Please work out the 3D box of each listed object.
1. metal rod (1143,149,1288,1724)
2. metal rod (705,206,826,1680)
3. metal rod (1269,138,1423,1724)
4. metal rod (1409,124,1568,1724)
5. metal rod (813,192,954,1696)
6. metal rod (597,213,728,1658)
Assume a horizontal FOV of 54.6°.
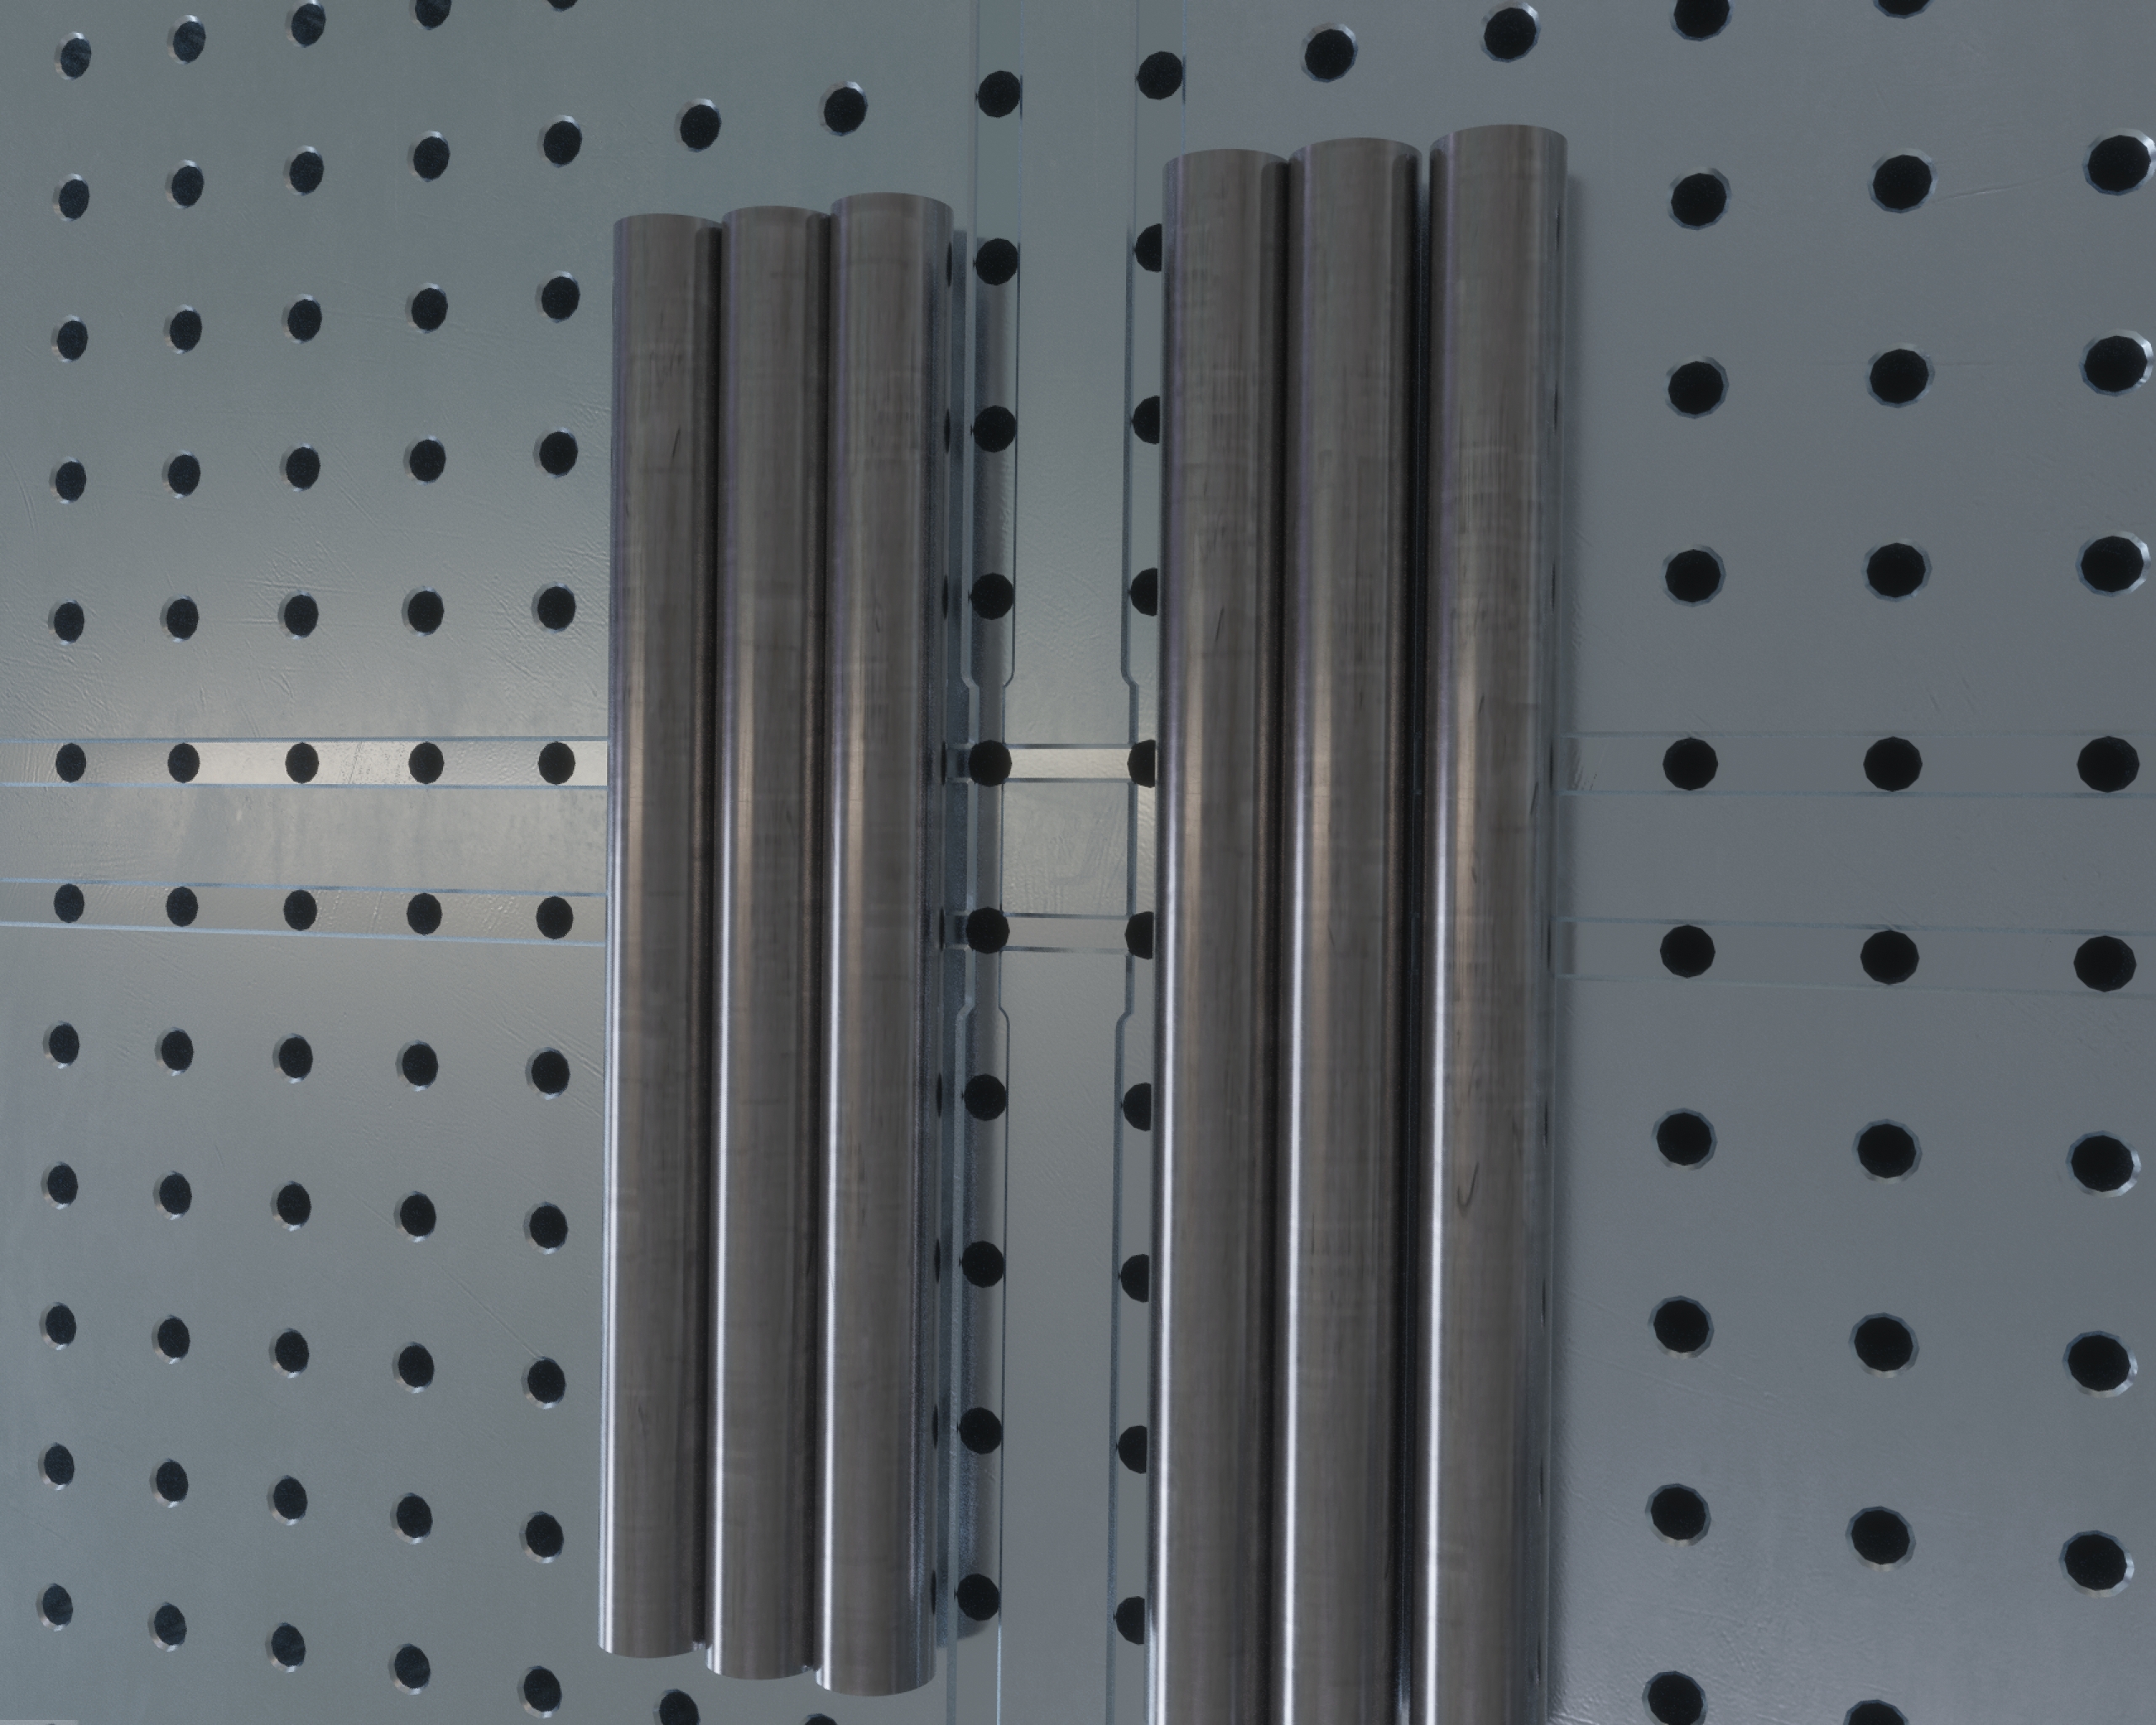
[{"bbox_3d":[0.027,0.016,0.403,0.025,0.025,0.298,1,90,20],"label":"metal rod"},{"bbox_3d":[-0.063,0.016,0.435,0.025,0.025,0.298,1,90,20],"label":"metal rod"},{"bbox_3d":[0.050,0.017,0.394,0.025,0.025,0.298,1,90,20],"label":"metal rod"},{"bbox_3d":[0.076,0.017,0.385,0.025,0.025,0.298,1,90,20],"label":"metal rod"},{"bbox_3d":[-0.040,0.016,0.426,0.025,0.025,0.298,1,90,20],"label":"metal rod"},{"bbox_3d":[-0.088,0.015,0.444,0.025,0.025,0.298,1,90,20],"label":"metal rod"}]
